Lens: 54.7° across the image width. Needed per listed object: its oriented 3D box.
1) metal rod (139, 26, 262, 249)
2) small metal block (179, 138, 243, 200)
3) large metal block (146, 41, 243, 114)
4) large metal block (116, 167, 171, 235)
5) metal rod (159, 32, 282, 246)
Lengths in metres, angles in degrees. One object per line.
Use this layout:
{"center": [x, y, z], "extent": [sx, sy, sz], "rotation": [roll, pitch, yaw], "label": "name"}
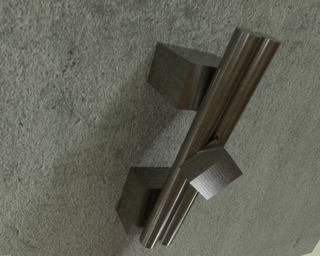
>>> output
{"center": [0.032, 0.034, 0.352], "extent": [0.025, 0.025, 0.298], "rotation": [3, 124, -30], "label": "metal rod"}
{"center": [0.057, 0.047, 0.342], "extent": [0.050, 0.025, 0.050], "rotation": [-38, 135, 4], "label": "small metal block"}
{"center": [0.042, -0.058, 0.360], "extent": [0.081, 0.080, 0.050], "rotation": [3, 117, -30], "label": "large metal block"}
{"center": [-0.009, 0.104, 0.451], "extent": [0.081, 0.050, 0.079], "rotation": [5, 116, -31], "label": "large metal block"}
{"center": [0.055, 0.035, 0.365], "extent": [0.025, 0.025, 0.298], "rotation": [3, 124, -30], "label": "metal rod"}
